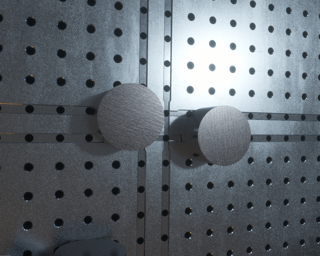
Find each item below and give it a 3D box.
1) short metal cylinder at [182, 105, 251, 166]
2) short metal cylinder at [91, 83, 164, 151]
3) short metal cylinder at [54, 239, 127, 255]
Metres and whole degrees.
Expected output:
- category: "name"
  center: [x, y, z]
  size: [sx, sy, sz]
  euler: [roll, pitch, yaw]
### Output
- category: "short metal cylinder"
  center: [0.077, 0.010, 0.429]
  size: [0.081, 0.050, 0.079]
  euler: [0, 90, -21]
- category: "short metal cylinder"
  center: [-0.041, -0.013, 0.385]
  size: [0.081, 0.050, 0.079]
  euler: [0, 90, -20]
- category: "short metal cylinder"
  center: [-0.080, 0.166, 0.355]
  size: [0.081, 0.080, 0.050]
  euler: [2, 90, -20]
